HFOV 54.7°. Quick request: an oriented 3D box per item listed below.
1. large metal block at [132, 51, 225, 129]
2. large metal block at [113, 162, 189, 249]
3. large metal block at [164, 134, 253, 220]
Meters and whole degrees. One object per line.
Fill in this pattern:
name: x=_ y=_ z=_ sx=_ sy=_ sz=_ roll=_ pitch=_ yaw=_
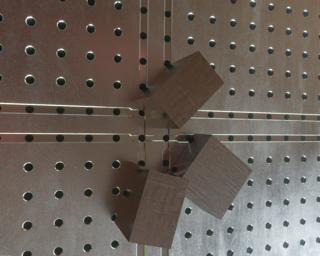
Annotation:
large metal block: x=0.020 y=-0.045 z=0.392 sx=0.080 sy=0.080 sz=0.050 roll=-45 pitch=105 yaw=-15
large metal block: x=-0.014 y=0.090 z=0.379 sx=0.050 sy=0.080 sz=0.080 roll=18 pitch=84 yaw=-20
large metal block: x=0.065 y=0.064 z=0.425 sx=0.080 sy=0.050 sz=0.080 roll=40 pitch=77 yaw=-16
